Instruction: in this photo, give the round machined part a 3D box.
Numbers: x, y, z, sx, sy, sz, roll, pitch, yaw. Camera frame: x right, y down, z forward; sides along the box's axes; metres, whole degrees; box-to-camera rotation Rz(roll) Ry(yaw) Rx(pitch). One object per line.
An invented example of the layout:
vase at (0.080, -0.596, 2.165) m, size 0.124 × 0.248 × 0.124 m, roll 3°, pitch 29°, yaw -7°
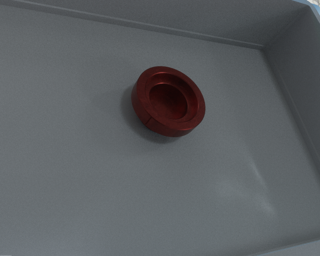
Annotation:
round machined part at (0.008, -0.031, 0.413) m, size 0.099 × 0.042 × 0.098 m, roll 13°, pitch 56°, yaw -21°
